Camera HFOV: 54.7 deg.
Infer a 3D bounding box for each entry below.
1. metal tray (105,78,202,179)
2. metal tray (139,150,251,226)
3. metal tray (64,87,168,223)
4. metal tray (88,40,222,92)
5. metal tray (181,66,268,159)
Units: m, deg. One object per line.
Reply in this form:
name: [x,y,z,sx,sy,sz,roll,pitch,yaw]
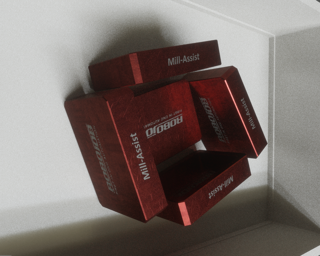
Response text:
metal tray: [-0.008,-0.004,0.395,0.131,0.030,0.089,-25,106,-37]
metal tray: [0.044,0.070,0.401,0.131,0.090,0.030,-26,107,-37]
metal tray: [-0.048,0.027,0.323,0.030,0.090,0.129,-27,107,-37]
metal tray: [-0.004,-0.073,0.360,0.131,0.090,0.030,-20,103,-38]
metal tray: [0.086,-0.019,0.437,0.030,0.090,0.130,-44,117,-31]
